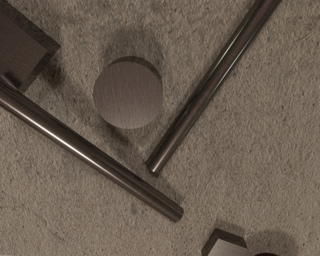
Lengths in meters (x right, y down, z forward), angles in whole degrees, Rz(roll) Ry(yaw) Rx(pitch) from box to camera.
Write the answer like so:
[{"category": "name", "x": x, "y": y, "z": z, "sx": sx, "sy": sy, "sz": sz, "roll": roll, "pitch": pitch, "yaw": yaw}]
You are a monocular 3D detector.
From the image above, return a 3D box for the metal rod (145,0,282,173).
[{"category": "metal rod", "x": 0.070, "y": -0.065, "z": 0.386, "sx": 0.025, "sy": 0.025, "sz": 0.299, "roll": 31, "pitch": 107, "yaw": -11}]

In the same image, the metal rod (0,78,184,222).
[{"category": "metal rod", "x": -0.079, "y": 0.041, "z": 0.395, "sx": 0.025, "sy": 0.025, "sz": 0.301, "roll": -44, "pitch": 116, "yaw": 14}]

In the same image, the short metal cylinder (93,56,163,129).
[{"category": "short metal cylinder", "x": -0.037, "y": -0.045, "z": 0.379, "sx": 0.081, "sy": 0.050, "sz": 0.079, "roll": 0, "pitch": 110, "yaw": -1}]

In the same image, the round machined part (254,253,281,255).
[{"category": "round machined part", "x": 0.172, "y": 0.240, "z": 0.492, "sx": 0.099, "sy": 0.042, "sz": 0.097, "roll": 0, "pitch": 110, "yaw": -1}]

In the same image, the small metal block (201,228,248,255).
[{"category": "small metal block", "x": 0.099, "y": 0.190, "z": 0.481, "sx": 0.050, "sy": 0.025, "sz": 0.050, "roll": 22, "pitch": 108, "yaw": -9}]

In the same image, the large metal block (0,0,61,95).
[{"category": "large metal block", "x": -0.179, "y": -0.090, "z": 0.361, "sx": 0.080, "sy": 0.050, "sz": 0.080, "roll": 40, "pitch": 105, "yaw": -14}]
